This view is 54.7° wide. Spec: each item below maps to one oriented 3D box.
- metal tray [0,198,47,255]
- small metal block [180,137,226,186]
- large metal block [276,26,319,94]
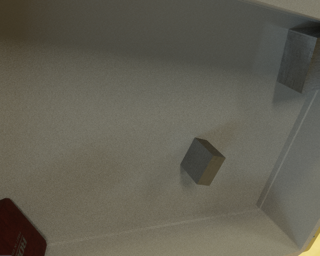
[{"bbox_3d":[-0.169,0.150,0.331,0.030,0.130,0.090,-23,118,3],"label":"metal tray"},{"bbox_3d":[0.062,0.050,0.460,0.025,0.050,0.050,14,111,-34],"label":"small metal block"},{"bbox_3d":[0.229,-0.103,0.457,0.081,0.050,0.079,-12,124,-22],"label":"large metal block"}]
